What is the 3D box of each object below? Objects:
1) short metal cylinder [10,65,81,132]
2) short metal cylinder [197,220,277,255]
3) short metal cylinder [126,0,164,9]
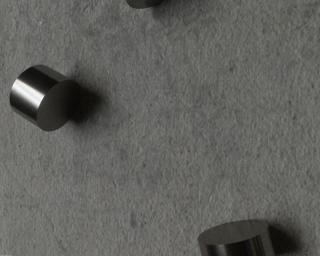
[{"bbox_3d":[-0.158,-0.042,0.434,0.050,0.080,0.080,29,100,17],"label":"short metal cylinder"},{"bbox_3d":[0.088,0.141,0.349,0.080,0.080,0.050,-16,85,19],"label":"short metal cylinder"},{"bbox_3d":[-0.017,-0.196,0.385,0.080,0.080,0.050,-30,81,17],"label":"short metal cylinder"}]
